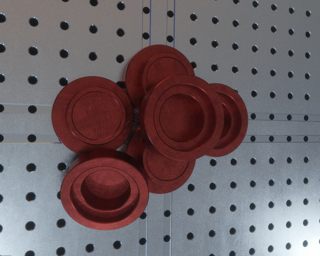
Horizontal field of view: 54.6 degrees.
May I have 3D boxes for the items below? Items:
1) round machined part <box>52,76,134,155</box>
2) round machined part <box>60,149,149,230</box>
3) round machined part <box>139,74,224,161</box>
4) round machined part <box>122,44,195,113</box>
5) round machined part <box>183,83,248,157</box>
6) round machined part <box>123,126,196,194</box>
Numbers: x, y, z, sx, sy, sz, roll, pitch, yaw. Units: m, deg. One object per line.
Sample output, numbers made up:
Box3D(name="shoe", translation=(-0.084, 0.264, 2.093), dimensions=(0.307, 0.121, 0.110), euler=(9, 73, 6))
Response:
Box3D(name="round machined part", translation=(-0.079, -0.014, 0.374), dimensions=(0.099, 0.042, 0.097), euler=(0, 90, -20))
Box3D(name="round machined part", translation=(-0.063, 0.068, 0.366), dimensions=(0.099, 0.042, 0.097), euler=(-2, 112, -4))
Box3D(name="round machined part", translation=(0.022, -0.012, 0.366), dimensions=(0.099, 0.042, 0.097), euler=(0, 90, -20))
Box3D(name="round machined part", translation=(0.003, -0.060, 0.404), dimensions=(0.099, 0.042, 0.097), euler=(0, 90, -20))
Box3D(name="round machined part", translation=(0.068, -0.011, 0.428), dimensions=(0.099, 0.042, 0.097), euler=(0, 90, -20))
Box3D(name="round machined part", translation=(0.003, 0.038, 0.404), dimensions=(0.099, 0.042, 0.097), euler=(0, 90, -20))
